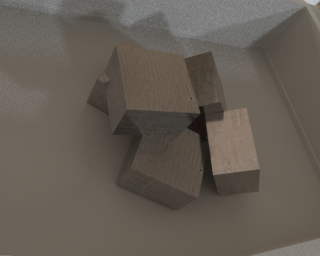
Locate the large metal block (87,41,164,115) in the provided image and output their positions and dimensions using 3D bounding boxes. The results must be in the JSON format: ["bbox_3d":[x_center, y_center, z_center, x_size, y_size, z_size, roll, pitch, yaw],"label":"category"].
[{"bbox_3d":[-0.035,-0.053,0.403,0.080,0.050,0.080,32,51,-8],"label":"large metal block"}]

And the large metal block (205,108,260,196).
[{"bbox_3d":[0.091,0.033,0.391,0.050,0.080,0.080,-9,59,11],"label":"large metal block"}]

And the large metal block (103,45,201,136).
[{"bbox_3d":[-0.012,-0.039,0.340,0.081,0.050,0.080,2,60,-26],"label":"large metal block"}]

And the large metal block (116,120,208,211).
[{"bbox_3d":[0.005,0.039,0.364,0.080,0.050,0.080,27,52,-12],"label":"large metal block"}]

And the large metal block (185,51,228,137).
[{"bbox_3d":[0.059,-0.042,0.419,0.080,0.050,0.080,53,29,-55],"label":"large metal block"}]
